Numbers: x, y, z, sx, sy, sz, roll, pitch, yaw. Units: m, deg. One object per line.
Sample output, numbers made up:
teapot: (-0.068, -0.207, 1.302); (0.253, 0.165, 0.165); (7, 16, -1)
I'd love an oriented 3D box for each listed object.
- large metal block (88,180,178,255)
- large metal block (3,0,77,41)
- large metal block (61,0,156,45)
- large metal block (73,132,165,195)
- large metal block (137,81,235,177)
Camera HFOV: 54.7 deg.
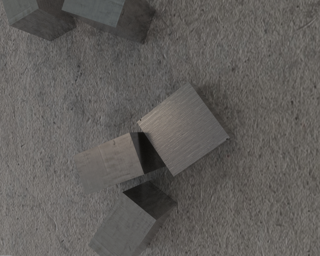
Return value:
large metal block: (-0.031, 0.120, 0.391); (0.050, 0.080, 0.080); (36, 102, 16)
large metal block: (-0.175, -0.180, 0.441); (0.050, 0.080, 0.080); (-21, 83, 19)
large metal block: (-0.063, -0.153, 0.402); (0.080, 0.080, 0.050); (23, 98, 18)
large metal block: (-0.047, 0.042, 0.396); (0.080, 0.080, 0.050); (-22, 83, 18)
large metal block: (0.033, 0.002, 0.384); (0.080, 0.050, 0.080); (-38, 78, 16)
